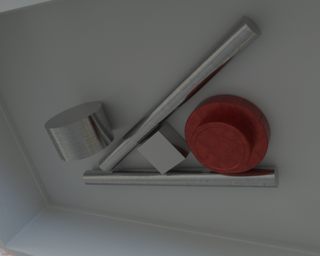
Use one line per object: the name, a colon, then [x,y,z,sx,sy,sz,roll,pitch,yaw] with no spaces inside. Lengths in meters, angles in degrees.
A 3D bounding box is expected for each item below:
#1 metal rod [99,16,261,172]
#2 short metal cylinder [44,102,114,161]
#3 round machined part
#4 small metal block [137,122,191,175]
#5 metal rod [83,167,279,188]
metal rod: [0.002,-0.021,0.391,0.025,0.025,0.299,45,129,-4]
short metal cylinder: [-0.110,0.003,0.430,0.080,0.080,0.050,-5,116,30]
round machined part: [0.075,0.014,0.362,0.098,0.042,0.097,13,124,20]
small metal block: [0.006,0.028,0.419,0.050,0.025,0.050,46,129,-4]
metal rod: [0.010,0.071,0.444,0.300,0.025,0.025,-5,116,30]
